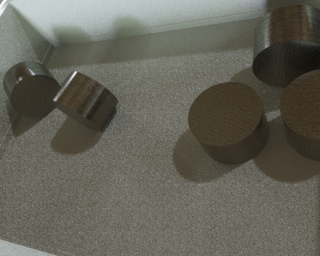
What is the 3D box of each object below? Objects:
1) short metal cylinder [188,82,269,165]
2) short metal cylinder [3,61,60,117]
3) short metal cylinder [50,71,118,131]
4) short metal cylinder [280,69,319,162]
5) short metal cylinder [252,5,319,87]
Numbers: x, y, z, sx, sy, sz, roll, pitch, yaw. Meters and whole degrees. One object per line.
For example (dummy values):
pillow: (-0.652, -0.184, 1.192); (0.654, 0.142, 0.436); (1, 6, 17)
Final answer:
short metal cylinder: (0.078, -0.005, 0.351); (0.080, 0.050, 0.080); (-13, 56, 20)
short metal cylinder: (-0.213, -0.065, 0.519); (0.080, 0.080, 0.050); (-43, 51, -2)
short metal cylinder: (-0.108, -0.037, 0.448); (0.080, 0.080, 0.050); (20, 73, 35)
short metal cylinder: (0.166, -0.012, 0.310); (0.080, 0.050, 0.080); (-13, 56, 20)
short metal cylinder: (0.147, -0.089, 0.348); (0.080, 0.080, 0.050); (-3, 61, 26)
